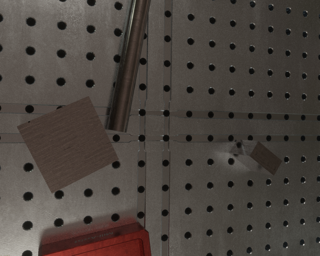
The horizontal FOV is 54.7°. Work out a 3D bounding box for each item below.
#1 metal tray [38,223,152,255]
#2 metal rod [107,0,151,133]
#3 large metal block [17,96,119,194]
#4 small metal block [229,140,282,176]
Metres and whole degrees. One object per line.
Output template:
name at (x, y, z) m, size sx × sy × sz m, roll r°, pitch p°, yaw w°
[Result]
metal tray at (-0.075, 0.179, 0.383) m, size 0.131 × 0.030 × 0.089 m, roll -8°, pitch 93°, yaw -20°
metal rod at (-0.029, -0.143, 0.402) m, size 0.025 × 0.025 × 0.298 m, roll 11°, pitch 86°, yaw -20°
large metal block at (-0.106, 0.017, 0.361) m, size 0.081 × 0.050 × 0.080 m, roll -27°, pitch 99°, yaw -18°
small metal block at (0.139, 0.042, 0.452) m, size 0.050 × 0.050 × 0.025 m, roll 37°, pitch 78°, yaw -17°
